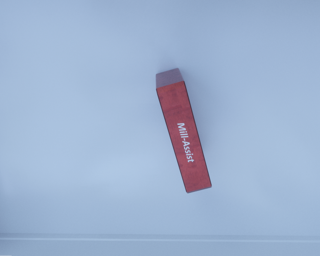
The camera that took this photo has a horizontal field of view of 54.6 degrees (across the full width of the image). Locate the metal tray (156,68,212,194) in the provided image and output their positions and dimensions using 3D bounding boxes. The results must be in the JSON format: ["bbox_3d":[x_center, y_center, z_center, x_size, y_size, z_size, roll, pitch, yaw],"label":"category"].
[{"bbox_3d":[0.027,0.000,0.374,0.030,0.090,0.129,-15,110,5],"label":"metal tray"}]
